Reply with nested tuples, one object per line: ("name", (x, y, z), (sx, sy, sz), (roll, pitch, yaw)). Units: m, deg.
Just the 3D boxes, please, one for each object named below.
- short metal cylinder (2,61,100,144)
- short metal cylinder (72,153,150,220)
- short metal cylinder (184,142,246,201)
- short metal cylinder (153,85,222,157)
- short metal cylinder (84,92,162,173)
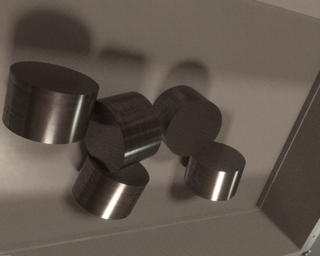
("short metal cylinder", (-0.105, -0.026, 0.300), (0.081, 0.080, 0.050), (6, 115, -32))
("short metal cylinder", (-0.060, 0.066, 0.382), (0.081, 0.080, 0.050), (17, 110, -35))
("short metal cylinder", (0.080, 0.061, 0.457), (0.081, 0.080, 0.050), (-5, 121, -26))
("short metal cylinder", (0.033, -0.010, 0.407), (0.081, 0.050, 0.079), (-14, 125, -21))
("short metal cylinder", (-0.044, 0.003, 0.345), (0.050, 0.080, 0.079), (-20, 129, -40))
